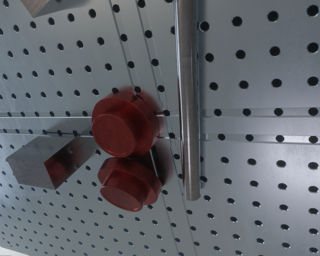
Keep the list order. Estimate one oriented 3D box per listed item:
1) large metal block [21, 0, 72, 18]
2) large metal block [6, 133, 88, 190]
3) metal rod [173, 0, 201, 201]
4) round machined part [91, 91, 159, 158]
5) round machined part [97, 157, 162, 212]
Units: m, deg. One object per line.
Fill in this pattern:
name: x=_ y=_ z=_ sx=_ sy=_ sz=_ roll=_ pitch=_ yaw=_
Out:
large metal block: x=-0.130 y=-0.186 z=0.349 sx=0.080 sy=0.050 sz=0.080 roll=-24 pitch=106 yaw=36
large metal block: x=-0.181 y=0.051 z=0.502 sx=0.080 sy=0.080 sz=0.050 roll=2 pitch=120 yaw=27
metal rod: x=0.035 y=-0.032 z=0.372 sx=0.025 sy=0.025 sz=0.298 roll=9 pitch=123 yaw=23
round machined part: x=-0.054 y=0.002 z=0.430 sx=0.098 sy=0.042 sz=0.097 roll=13 pitch=124 yaw=20
round machined part: x=-0.050 y=0.090 z=0.465 sx=0.098 sy=0.042 sz=0.097 roll=16 pitch=143 yaw=13
